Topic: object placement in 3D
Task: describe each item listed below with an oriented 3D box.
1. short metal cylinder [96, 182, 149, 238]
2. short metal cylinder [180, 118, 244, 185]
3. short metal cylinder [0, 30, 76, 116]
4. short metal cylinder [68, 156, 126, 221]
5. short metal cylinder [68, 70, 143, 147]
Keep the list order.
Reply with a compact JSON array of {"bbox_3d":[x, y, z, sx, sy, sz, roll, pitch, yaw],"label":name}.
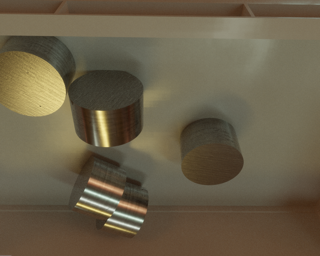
[{"bbox_3d":[-0.059,0.123,0.477,0.050,0.080,0.080,23,126,-19],"label":"short metal cylinder"},{"bbox_3d":[0.068,0.033,0.421,0.081,0.050,0.079,0,130,0],"label":"short metal cylinder"},{"bbox_3d":[-0.139,-0.059,0.341,0.081,0.050,0.079,0,130,0],"label":"short metal cylinder"},{"bbox_3d":[-0.090,0.087,0.446,0.050,0.080,0.080,26,125,-21],"label":"short metal cylinder"},{"bbox_3d":[-0.059,-0.024,0.352,0.081,0.080,0.050,1,130,-2],"label":"short metal cylinder"}]
